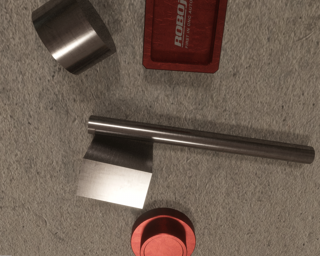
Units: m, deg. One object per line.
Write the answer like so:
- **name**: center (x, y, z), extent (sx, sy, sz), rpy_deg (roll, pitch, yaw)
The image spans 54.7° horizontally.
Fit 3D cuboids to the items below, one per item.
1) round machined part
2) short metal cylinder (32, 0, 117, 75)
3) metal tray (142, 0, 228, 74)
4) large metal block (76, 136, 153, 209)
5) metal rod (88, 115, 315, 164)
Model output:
- **round machined part**: center (0.005, 0.173, 0.465), extent (0.099, 0.042, 0.097), rpy_deg (0, 110, -1)
- **short metal cylinder**: center (-0.092, -0.106, 0.340), extent (0.050, 0.080, 0.080), rpy_deg (-29, 108, 10)
- **metal tray**: center (0.028, -0.133, 0.358), extent (0.091, 0.030, 0.129), rpy_deg (4, 110, -2)
- **large metal block**: center (-0.054, 0.052, 0.399), extent (0.081, 0.080, 0.050), rpy_deg (13, 110, -5)
- **metal rod**: center (0.057, 0.016, 0.416), extent (0.302, 0.025, 0.025), rpy_deg (8, 110, -4)
